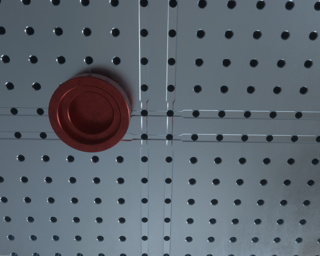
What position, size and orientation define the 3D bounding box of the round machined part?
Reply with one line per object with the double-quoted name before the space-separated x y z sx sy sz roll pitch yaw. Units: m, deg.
"round machined part" -0.086 -0.021 0.396 0.099 0.042 0.097 0 110 0
